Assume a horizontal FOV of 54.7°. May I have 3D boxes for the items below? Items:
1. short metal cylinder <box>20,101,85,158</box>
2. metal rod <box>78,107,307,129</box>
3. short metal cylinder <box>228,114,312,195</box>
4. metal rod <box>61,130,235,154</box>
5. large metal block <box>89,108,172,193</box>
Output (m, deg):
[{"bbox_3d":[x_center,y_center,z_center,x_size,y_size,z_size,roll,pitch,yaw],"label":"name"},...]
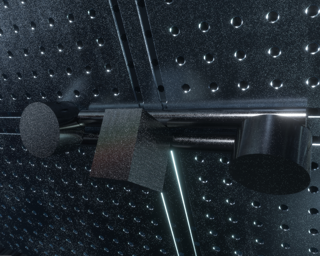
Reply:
[{"bbox_3d":[-0.160,0.001,0.461,0.080,0.050,0.079,3,97,27],"label":"short metal cylinder"},{"bbox_3d":[0.019,-0.012,0.393,0.300,0.025,0.025,1,119,27],"label":"metal rod"},{"bbox_3d":[0.119,0.030,0.334,0.080,0.050,0.080,15,146,10],"label":"short metal cylinder"},{"bbox_3d":[-0.039,0.017,0.441,0.300,0.025,0.025,1,119,27],"label":"metal rod"},{"bbox_3d":[-0.030,0.029,0.371,0.050,0.080,0.080,1,161,28],"label":"large metal block"}]
